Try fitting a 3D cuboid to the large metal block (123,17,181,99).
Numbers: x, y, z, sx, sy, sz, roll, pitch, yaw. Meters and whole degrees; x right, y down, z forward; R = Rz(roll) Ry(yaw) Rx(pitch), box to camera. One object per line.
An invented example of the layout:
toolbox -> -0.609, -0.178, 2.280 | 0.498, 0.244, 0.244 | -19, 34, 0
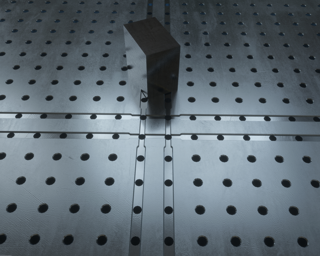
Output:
large metal block -> -0.013, -0.104, 0.459 | 0.050, 0.080, 0.080 | -20, 53, -16
